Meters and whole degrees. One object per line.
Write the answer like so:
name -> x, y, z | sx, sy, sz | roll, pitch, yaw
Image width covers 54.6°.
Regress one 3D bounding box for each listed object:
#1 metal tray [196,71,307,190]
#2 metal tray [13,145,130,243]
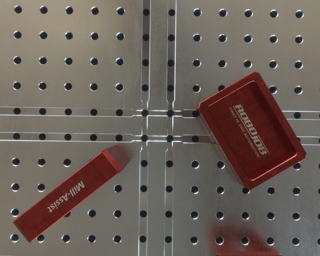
metal tray -> 0.119, 0.003, 0.411 | 0.090, 0.030, 0.130 | -30, 90, 0
metal tray -> -0.101, 0.074, 0.380 | 0.130, 0.090, 0.030 | -38, 90, 0
